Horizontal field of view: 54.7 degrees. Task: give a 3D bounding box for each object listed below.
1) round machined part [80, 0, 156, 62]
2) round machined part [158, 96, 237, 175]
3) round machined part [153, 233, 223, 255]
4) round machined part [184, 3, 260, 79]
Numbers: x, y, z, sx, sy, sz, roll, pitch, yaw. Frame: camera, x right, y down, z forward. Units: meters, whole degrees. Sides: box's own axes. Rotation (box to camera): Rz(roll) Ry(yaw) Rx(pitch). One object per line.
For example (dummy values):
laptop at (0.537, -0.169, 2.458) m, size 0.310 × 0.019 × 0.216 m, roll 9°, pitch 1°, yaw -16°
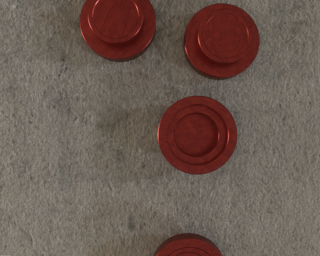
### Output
round machined part at (-0.055, -0.138, 0.401) m, size 0.099 × 0.042 × 0.097 m, roll 0°, pitch 90°, yaw -1°
round machined part at (0.046, 0.009, 0.402) m, size 0.099 × 0.042 × 0.097 m, roll 0°, pitch 90°, yaw -1°
round machined part at (0.036, 0.185, 0.402) m, size 0.099 × 0.042 × 0.097 m, roll 0°, pitch 90°, yaw -1°
round machined part at (0.081, -0.114, 0.403) m, size 0.099 × 0.042 × 0.097 m, roll 0°, pitch 90°, yaw -1°
